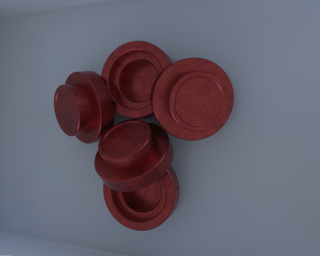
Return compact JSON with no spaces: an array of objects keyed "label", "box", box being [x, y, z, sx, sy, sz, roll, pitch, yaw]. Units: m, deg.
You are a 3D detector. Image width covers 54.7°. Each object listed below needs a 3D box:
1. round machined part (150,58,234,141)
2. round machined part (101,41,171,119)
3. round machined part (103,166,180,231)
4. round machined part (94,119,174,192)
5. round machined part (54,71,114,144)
[{"label":"round machined part","box":[0.040,-0.033,0.361,0.099,0.042,0.097,-2,101,-10]},{"label":"round machined part","box":[-0.024,-0.061,0.407,0.098,0.042,0.097,0,90,20]},{"label":"round machined part","box":[-0.021,0.080,0.406,0.098,0.042,0.097,0,90,20]},{"label":"round machined part","box":[-0.036,0.026,0.382,0.098,0.098,0.042,-7,132,20]},{"label":"round machined part","box":[-0.107,-0.026,0.414,0.098,0.042,0.097,17,113,44]}]
